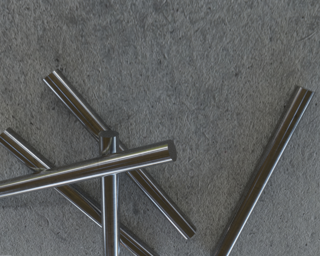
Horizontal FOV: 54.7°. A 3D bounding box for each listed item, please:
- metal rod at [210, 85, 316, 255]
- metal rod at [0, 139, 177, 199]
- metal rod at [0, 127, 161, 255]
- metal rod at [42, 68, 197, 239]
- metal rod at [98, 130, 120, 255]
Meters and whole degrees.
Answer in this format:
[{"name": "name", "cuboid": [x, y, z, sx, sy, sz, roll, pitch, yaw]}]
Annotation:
[{"name": "metal rod", "cuboid": [0.136, 0.083, 0.441, 0.025, 0.025, 0.298, 18, 109, -7]}, {"name": "metal rod", "cuboid": [-0.122, 0.060, 0.391, 0.300, 0.025, 0.025, -15, 110, 21]}, {"name": "metal rod", "cuboid": [-0.107, 0.111, 0.449, 0.025, 0.025, 0.300, -41, 105, 13]}, {"name": "metal rod", "cuboid": [-0.046, 0.046, 0.426, 0.025, 0.025, 0.300, -35, 107, 12]}, {"name": "metal rod", "cuboid": [-0.069, 0.147, 0.435, 0.025, 0.025, 0.298, 2, 110, -1]}]
